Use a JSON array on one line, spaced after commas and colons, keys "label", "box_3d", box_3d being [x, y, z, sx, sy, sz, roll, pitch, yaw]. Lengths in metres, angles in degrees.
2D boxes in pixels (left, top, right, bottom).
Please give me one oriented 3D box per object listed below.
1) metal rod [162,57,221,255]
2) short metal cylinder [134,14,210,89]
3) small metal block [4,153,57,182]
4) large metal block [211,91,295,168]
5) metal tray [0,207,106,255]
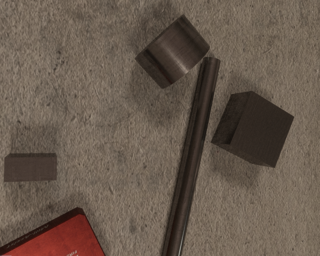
[{"label": "metal rod", "box_3d": [0.042, 0.050, 0.425, 0.025, 0.025, 0.298, 14, 85, -20]}, {"label": "short metal cylinder", "box_3d": [0.015, -0.094, 0.386, 0.080, 0.080, 0.050, -47, 105, -14]}, {"label": "small metal block", "box_3d": [-0.142, 0.043, 0.344, 0.050, 0.050, 0.025, 1, 90, -20]}, {"label": "large metal block", "box_3d": [0.133, 0.003, 0.447, 0.080, 0.050, 0.080, 27, 81, -19]}, {"label": "metal tray", "box_3d": [-0.132, 0.164, 0.358, 0.131, 0.030, 0.090, -26, 99, -19]}]
